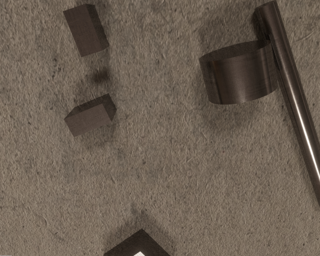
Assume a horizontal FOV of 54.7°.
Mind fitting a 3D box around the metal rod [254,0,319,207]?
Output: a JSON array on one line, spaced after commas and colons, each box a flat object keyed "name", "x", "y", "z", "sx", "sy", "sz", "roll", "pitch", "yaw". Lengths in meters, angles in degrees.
[{"name": "metal rod", "x": 0.184, "y": -0.016, "z": 0.406, "sx": 0.025, "sy": 0.025, "sz": 0.299, "roll": -24, "pitch": 109, "yaw": 8}]

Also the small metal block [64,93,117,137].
[{"name": "small metal block", "x": -0.085, "y": -0.017, "z": 0.389, "sx": 0.050, "sy": 0.050, "sz": 0.025, "roll": -21, "pitch": 109, "yaw": 7}]

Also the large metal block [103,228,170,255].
[{"name": "large metal block", "x": -0.034, "y": 0.217, "z": 0.476, "sx": 0.080, "sy": 0.050, "sz": 0.080, "roll": -37, "pitch": 106, "yaw": 12}]

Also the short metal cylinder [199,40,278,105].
[{"name": "short metal cylinder", "x": 0.090, "y": -0.065, "z": 0.358, "sx": 0.080, "sy": 0.080, "sz": 0.050, "roll": -15, "pitch": 110, "yaw": 5}]

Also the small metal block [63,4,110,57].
[{"name": "small metal block", "x": -0.082, "y": -0.112, "z": 0.354, "sx": 0.025, "sy": 0.050, "sz": 0.050, "roll": -17, "pitch": 110, "yaw": 6}]
